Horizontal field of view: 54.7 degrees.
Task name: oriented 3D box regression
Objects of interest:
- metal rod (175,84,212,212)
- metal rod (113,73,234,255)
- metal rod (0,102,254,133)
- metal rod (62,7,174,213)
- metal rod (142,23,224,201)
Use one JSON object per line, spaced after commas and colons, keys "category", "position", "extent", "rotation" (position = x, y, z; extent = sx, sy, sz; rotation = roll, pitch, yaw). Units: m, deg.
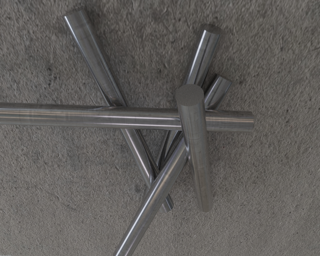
{"category": "metal rod", "position": [0.051, 0.050, 0.395], "extent": [0.025, 0.025, 0.299], "rotation": [-8, 147, 6]}
{"category": "metal rod", "position": [0.009, 0.066, 0.408], "extent": [0.025, 0.025, 0.298], "rotation": [22, 110, -18]}
{"category": "metal rod", "position": [-0.048, -0.012, 0.347], "extent": [0.302, 0.025, 0.025], "rotation": [2, 130, -2]}
{"category": "metal rod", "position": [-0.038, 0.001, 0.388], "extent": [0.025, 0.025, 0.299], "rotation": [-15, 123, 12]}
{"category": "metal rod", "position": [0.019, 0.008, 0.413], "extent": [0.025, 0.025, 0.298], "rotation": [11, 129, -9]}
